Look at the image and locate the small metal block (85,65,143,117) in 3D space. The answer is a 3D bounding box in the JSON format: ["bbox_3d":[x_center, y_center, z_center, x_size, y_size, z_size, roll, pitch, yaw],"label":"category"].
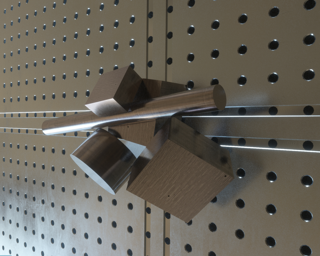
[{"bbox_3d":[-0.055,-0.043,0.369,0.050,0.025,0.050,-7,50,40],"label":"small metal block"}]

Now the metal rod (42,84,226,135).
[{"bbox_3d":[-0.058,-0.015,0.387,0.300,0.025,0.025,-7,86,40],"label":"metal rod"}]

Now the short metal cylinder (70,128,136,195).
[{"bbox_3d":[-0.075,0.045,0.422,0.080,0.080,0.050,25,63,37],"label":"short metal cylinder"}]

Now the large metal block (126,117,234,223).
[{"bbox_3d":[0.022,0.046,0.343,0.080,0.050,0.080,31,118,-12],"label":"large metal block"}]

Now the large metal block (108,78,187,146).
[{"bbox_3d":[-0.018,-0.023,0.403,0.080,0.050,0.079,14,99,39],"label":"large metal block"}]
